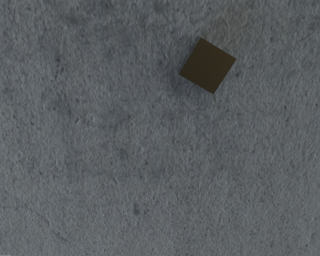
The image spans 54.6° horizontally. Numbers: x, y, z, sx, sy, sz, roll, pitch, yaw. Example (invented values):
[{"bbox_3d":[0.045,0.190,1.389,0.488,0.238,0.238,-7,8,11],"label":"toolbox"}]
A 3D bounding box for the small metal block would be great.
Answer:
[{"bbox_3d":[0.057,-0.077,0.382,0.050,0.025,0.050,28,108,-10],"label":"small metal block"}]
